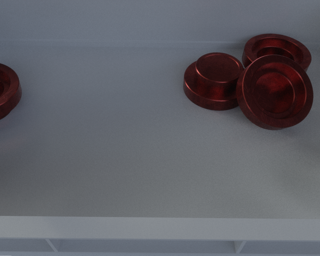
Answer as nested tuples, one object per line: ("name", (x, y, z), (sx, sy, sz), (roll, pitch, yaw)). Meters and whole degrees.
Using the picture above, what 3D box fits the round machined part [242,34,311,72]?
("round machined part", (0.177, -0.101, 0.481), (0.099, 0.042, 0.098), (0, 50, 0))

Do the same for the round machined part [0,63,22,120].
("round machined part", (-0.241, -0.044, 0.422), (0.099, 0.042, 0.098), (6, 50, -6))

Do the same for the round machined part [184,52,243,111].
("round machined part", (0.085, -0.075, 0.458), (0.099, 0.042, 0.098), (0, 50, 0))

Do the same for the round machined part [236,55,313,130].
("round machined part", (0.148, -0.044, 0.415), (0.099, 0.042, 0.098), (2, 79, -10))
